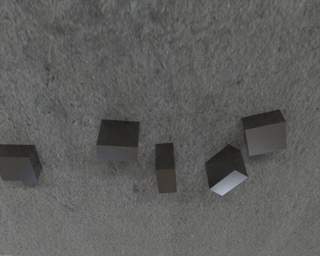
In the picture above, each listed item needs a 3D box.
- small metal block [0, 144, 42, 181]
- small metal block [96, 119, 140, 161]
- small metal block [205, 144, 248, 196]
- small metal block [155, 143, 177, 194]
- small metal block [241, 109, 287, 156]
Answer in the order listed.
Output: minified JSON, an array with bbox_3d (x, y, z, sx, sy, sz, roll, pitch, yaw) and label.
[{"bbox_3d":[-0.205,0.051,0.447,0.050,0.025,0.050,1,130,-2],"label":"small metal block"},{"bbox_3d":[-0.053,0.016,0.403,0.050,0.050,0.025,4,130,-4],"label":"small metal block"},{"bbox_3d":[0.094,0.060,0.443,0.025,0.050,0.050,29,124,-23],"label":"small metal block"},{"bbox_3d":[0.009,0.057,0.439,0.025,0.050,0.050,-4,130,3],"label":"small metal block"},{"bbox_3d":[0.140,0.007,0.416,0.050,0.025,0.050,-13,129,10],"label":"small metal block"}]
